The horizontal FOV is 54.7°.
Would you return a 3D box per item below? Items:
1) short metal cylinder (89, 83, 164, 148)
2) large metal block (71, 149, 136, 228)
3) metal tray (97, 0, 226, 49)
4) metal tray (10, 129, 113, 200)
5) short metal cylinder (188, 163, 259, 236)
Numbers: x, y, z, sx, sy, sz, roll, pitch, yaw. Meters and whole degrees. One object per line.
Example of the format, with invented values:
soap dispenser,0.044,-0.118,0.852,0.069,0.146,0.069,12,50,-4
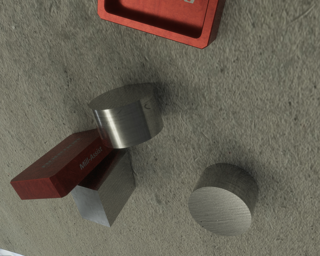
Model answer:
short metal cylinder,-0.041,-0.017,0.382,0.080,0.080,0.050,-1,118,29
large metal block,-0.083,0.085,0.461,0.050,0.080,0.080,10,131,23
metal tray,0.001,-0.143,0.314,0.130,0.030,0.089,21,127,15
metal tray,-0.129,0.046,0.435,0.090,0.131,0.030,-11,113,33
short metal cylinder,0.083,0.093,0.404,0.080,0.050,0.079,13,124,21
